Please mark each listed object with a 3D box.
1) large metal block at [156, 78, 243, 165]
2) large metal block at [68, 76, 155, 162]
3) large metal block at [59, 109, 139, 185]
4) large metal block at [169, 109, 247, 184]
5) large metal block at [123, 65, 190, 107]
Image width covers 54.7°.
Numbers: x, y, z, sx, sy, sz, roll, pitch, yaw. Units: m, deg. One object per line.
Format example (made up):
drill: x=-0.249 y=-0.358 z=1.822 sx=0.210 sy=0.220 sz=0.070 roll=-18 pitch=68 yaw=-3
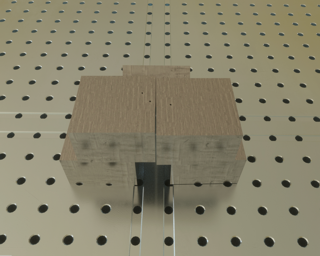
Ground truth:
large metal block: x=0.037 y=-0.008 z=0.331 sx=0.081 sy=0.050 sz=0.080 roll=0 pitch=50 yaw=-1
large metal block: x=-0.045 y=-0.010 z=0.331 sx=0.081 sy=0.050 sz=0.080 roll=0 pitch=50 yaw=-1
large metal block: x=-0.066 y=0.020 z=0.374 sx=0.081 sy=0.050 sz=0.080 roll=1 pitch=50 yaw=0
large metal block: x=0.052 y=0.020 z=0.375 sx=0.081 sy=0.050 sz=0.080 roll=-1 pitch=50 yaw=-1
large metal block: x=-0.004 y=-0.056 z=0.411 sx=0.081 sy=0.050 sz=0.080 roll=0 pitch=8 yaw=0
